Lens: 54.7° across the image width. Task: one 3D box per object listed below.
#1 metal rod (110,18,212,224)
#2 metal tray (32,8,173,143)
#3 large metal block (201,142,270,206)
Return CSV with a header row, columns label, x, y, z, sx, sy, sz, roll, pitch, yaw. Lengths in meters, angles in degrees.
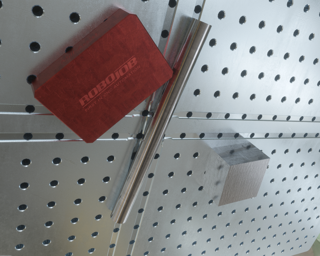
label,x,y,z,sx,sy,sz,roll,pitch,yaw
metal rod,-0.006,0.005,0.412,0.025,0.025,0.298,10,113,-33
metal tray,-0.060,-0.054,0.343,0.130,0.030,0.090,-40,130,-1
large metal block,0.123,0.075,0.511,0.081,0.050,0.079,-6,121,-26
